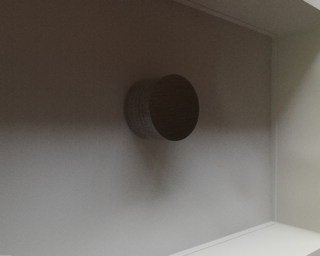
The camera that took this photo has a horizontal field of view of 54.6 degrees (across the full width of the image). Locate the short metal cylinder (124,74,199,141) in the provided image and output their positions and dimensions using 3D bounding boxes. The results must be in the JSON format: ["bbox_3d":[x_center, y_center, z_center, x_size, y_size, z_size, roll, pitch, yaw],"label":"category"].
[{"bbox_3d":[0.003,-0.024,0.389,0.081,0.050,0.080,0,90,-40],"label":"short metal cylinder"}]
